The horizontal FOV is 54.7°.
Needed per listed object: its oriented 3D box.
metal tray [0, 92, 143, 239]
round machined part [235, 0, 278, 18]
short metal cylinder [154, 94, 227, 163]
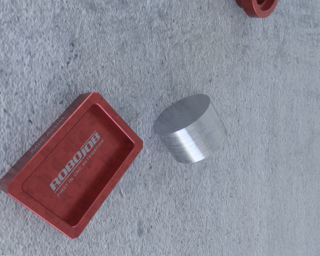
[{"bbox_3d":[-0.086,0.037,0.329,0.090,0.030,0.130,50,60,-28],"label":"metal tray"},{"bbox_3d":[0.160,-0.235,0.516,0.099,0.042,0.097,-20,119,-41],"label":"round machined part"},{"bbox_3d":[0.039,0.000,0.402,0.080,0.080,0.050,-49,119,-29],"label":"short metal cylinder"}]
